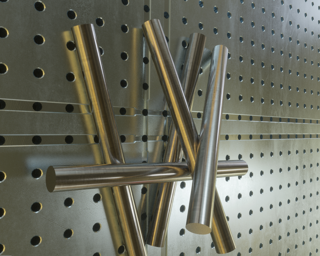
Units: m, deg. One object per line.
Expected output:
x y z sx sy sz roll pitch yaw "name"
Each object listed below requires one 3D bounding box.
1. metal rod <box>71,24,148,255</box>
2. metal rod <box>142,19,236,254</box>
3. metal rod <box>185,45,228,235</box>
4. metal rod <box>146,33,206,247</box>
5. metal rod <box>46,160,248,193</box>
-0.055 0.033 0.364 0.025 0.025 0.298 -20 103 -39 "metal rod"
0.034 0.006 0.389 0.025 0.025 0.299 -14 83 -39 "metal rod"
0.067 -0.012 0.397 0.025 0.025 0.300 46 41 -31 "metal rod"
0.025 0.009 0.432 0.025 0.025 0.299 21 77 -39 "metal rod"
0.013 0.055 0.388 0.302 0.025 0.025 4 88 -40 "metal rod"
